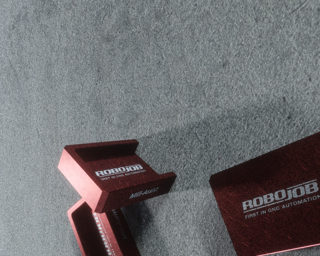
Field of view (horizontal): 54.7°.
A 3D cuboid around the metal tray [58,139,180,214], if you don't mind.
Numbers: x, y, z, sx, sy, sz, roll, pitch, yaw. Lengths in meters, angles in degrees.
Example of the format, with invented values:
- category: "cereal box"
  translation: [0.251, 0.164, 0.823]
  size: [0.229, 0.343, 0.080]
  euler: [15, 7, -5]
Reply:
- category: "metal tray"
  translation: [-0.048, 0.053, 0.393]
  size: [0.090, 0.131, 0.030]
  euler: [38, 116, 33]

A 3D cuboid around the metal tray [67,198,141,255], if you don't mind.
- category: "metal tray"
  translation: [-0.088, 0.165, 0.474]
  size: [0.090, 0.030, 0.130]
  euler: [-42, 65, 32]

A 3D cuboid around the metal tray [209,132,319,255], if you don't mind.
- category: "metal tray"
  translation: [0.121, 0.068, 0.302]
  size: [0.130, 0.030, 0.090]
  euler: [-30, 71, 36]
